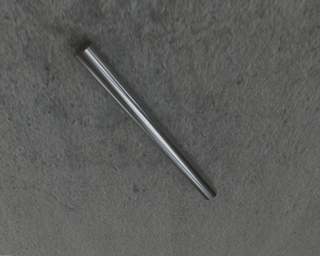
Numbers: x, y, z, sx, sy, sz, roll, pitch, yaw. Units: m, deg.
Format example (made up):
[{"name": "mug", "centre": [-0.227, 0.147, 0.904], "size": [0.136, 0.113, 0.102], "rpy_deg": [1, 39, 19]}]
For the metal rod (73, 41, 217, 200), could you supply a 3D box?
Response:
[{"name": "metal rod", "centre": [-0.001, 0.010, 0.415], "size": [0.025, 0.025, 0.300], "rpy_deg": [-27, 126, 20]}]
